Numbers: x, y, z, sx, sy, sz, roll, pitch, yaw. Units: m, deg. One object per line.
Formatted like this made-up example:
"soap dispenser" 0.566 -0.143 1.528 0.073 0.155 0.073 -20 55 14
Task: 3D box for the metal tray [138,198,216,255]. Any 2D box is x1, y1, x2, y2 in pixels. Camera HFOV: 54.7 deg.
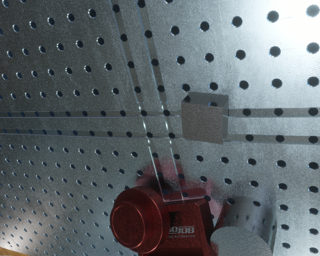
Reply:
"metal tray" 0.019 0.160 0.471 0.130 0.030 0.090 -16 83 35

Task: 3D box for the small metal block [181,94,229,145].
"small metal block" 0.055 -0.011 0.376 0.050 0.025 0.050 9 122 23

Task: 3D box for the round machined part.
"round machined part" -0.037 0.140 0.465 0.098 0.042 0.097 2 93 35

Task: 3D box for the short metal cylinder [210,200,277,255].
"short metal cylinder" 0.115 0.147 0.425 0.080 0.050 0.079 13 124 20
